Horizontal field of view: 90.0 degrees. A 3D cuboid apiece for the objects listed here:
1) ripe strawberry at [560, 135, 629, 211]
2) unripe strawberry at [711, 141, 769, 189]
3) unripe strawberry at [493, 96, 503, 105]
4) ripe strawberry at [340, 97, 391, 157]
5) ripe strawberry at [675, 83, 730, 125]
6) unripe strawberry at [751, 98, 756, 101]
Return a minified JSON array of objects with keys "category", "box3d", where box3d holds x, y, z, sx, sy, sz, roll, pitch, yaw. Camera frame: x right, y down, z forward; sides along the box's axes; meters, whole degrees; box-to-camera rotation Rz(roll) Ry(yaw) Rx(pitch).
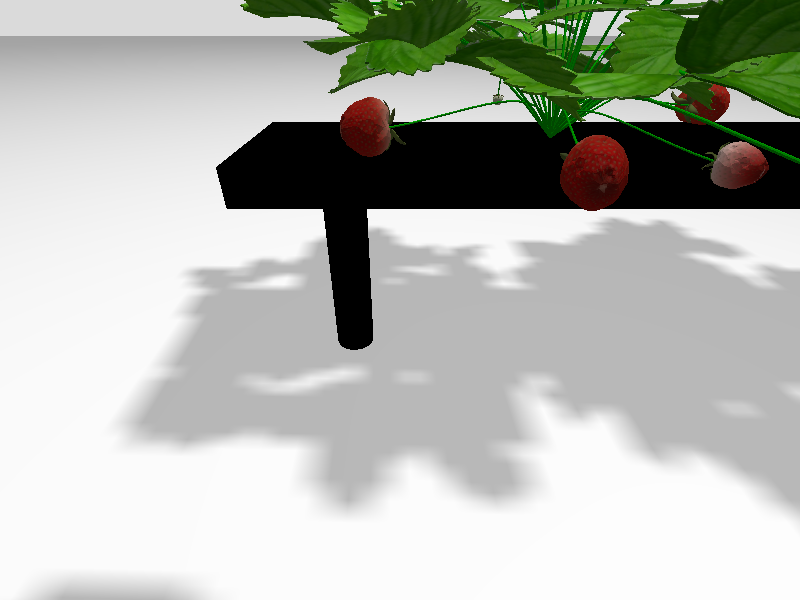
[{"category":"ripe strawberry","box3d":[0.094,-0.060,0.194,0.031,0.035,0.033,6,36,9]},{"category":"unripe strawberry","box3d":[0.188,-0.074,0.222,0.022,0.025,0.024,-16,39,-22]},{"category":"unripe strawberry","box3d":[0.110,-0.225,0.451,0.011,0.010,0.010,-3,35,-5]},{"category":"ripe strawberry","box3d":[-0.024,-0.119,0.277,0.036,0.037,0.033,-12,37,-16]},{"category":"ripe strawberry","box3d":[0.275,-0.178,0.360,0.042,0.036,0.042,-10,36,-15]},{"category":"unripe strawberry","box3d":[0.371,-0.213,0.416,0.011,0.011,0.011,18,39,23]}]
